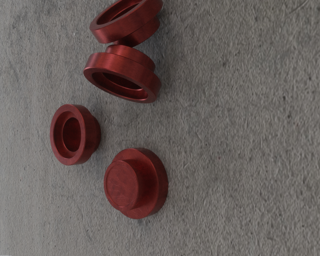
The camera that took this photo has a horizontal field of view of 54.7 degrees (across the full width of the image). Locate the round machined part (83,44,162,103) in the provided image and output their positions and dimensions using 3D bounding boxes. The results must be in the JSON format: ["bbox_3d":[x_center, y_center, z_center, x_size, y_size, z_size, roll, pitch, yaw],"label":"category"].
[{"bbox_3d":[-0.044,-0.072,0.400,0.098,0.098,0.042,8,73,40],"label":"round machined part"}]

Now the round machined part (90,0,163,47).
[{"bbox_3d":[-0.039,-0.139,0.404,0.098,0.042,0.098,-22,36,17],"label":"round machined part"}]

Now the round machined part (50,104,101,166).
[{"bbox_3d":[-0.134,0.011,0.505,0.098,0.042,0.097,0,90,40],"label":"round machined part"}]

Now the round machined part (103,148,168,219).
[{"bbox_3d":[-0.040,0.077,0.427,0.098,0.042,0.097,0,90,40],"label":"round machined part"}]
